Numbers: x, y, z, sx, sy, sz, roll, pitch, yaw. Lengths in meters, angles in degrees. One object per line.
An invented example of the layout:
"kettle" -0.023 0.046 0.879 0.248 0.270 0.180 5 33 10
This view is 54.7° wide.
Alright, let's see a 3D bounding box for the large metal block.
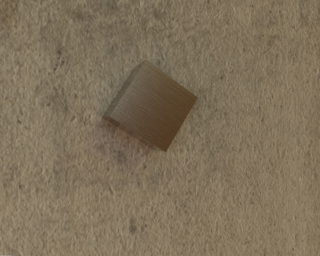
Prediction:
"large metal block" -0.013 -0.026 0.392 0.080 0.050 0.080 34 79 -17
